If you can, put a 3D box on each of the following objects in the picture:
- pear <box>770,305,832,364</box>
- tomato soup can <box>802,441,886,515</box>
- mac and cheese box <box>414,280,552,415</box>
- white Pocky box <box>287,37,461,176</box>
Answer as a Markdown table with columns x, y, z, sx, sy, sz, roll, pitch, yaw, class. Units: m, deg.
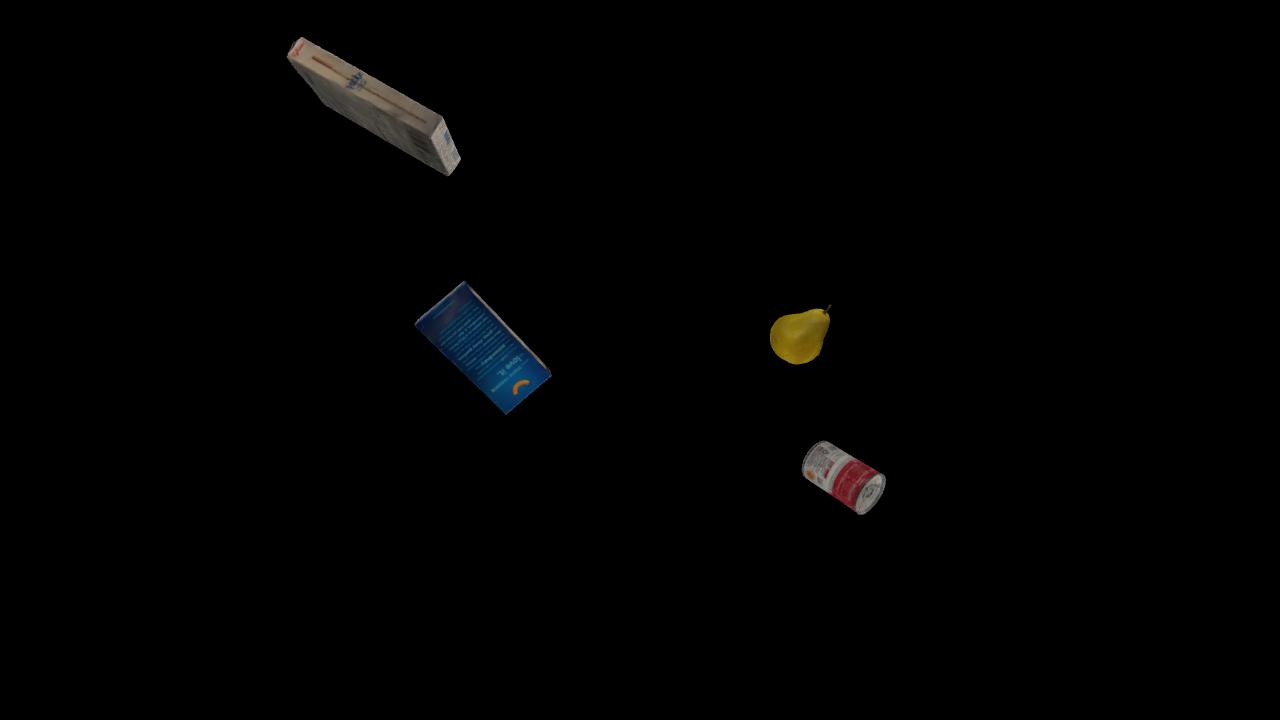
| x | y | z | sx | sy | sz | roll | pitch | yaw | class |
| --- | --- | --- | --- | --- | --- | --- | --- | --- | --- |
| 0.245 | -0.045 | 0.893 | 0.080 | 0.080 | 0.111 | 0 | -31 | -45 | pear |
| 0.298 | 0.171 | 0.906 | 0.068 | 0.068 | 0.101 | 0 | 23 | -40 | tomato soup can |
| -0.225 | -0.017 | 0.894 | 0.093 | 0.184 | 0.041 | -41 | 20 | 0 | mac and cheese box |
| -0.255 | -0.244 | 0.602 | 0.154 | 0.028 | 0.084 | 30 | -9 | 0 | white Pocky box |
